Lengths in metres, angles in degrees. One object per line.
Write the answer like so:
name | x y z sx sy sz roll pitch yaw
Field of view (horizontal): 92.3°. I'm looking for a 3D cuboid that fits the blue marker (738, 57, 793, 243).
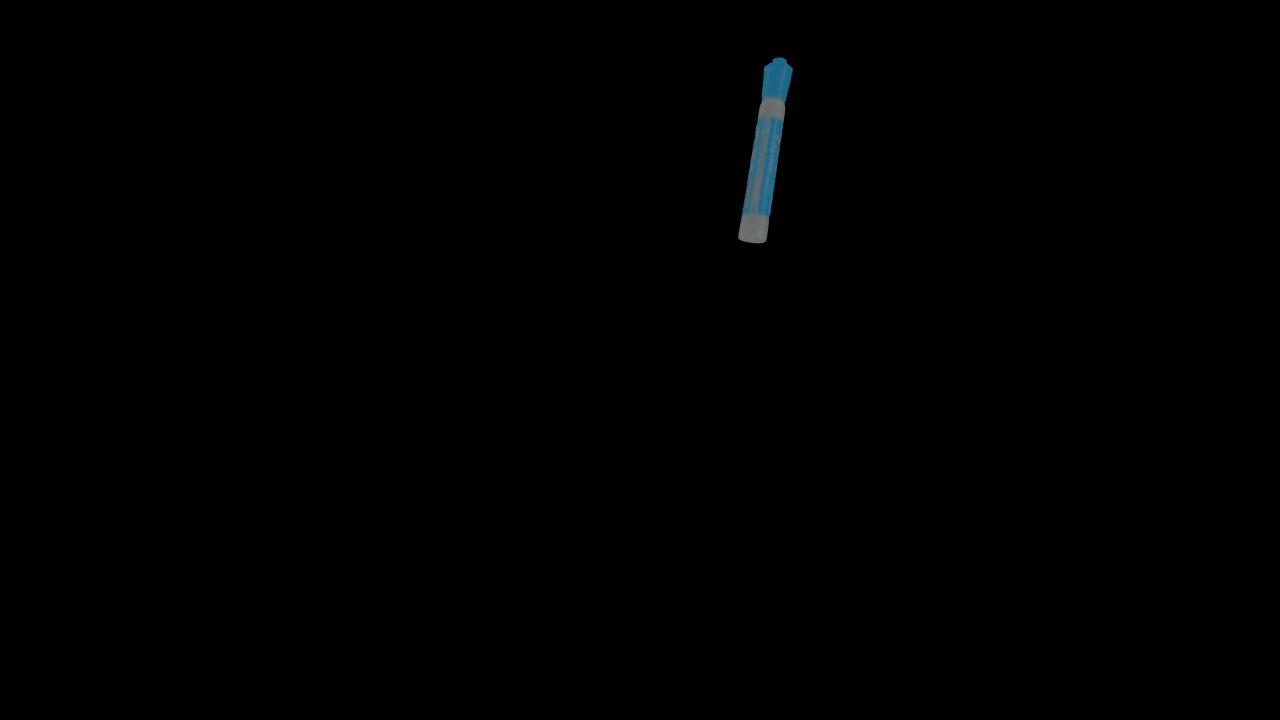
blue marker | 0.083 -0.139 0.407 0.020 0.121 0.020 9 -1 0
